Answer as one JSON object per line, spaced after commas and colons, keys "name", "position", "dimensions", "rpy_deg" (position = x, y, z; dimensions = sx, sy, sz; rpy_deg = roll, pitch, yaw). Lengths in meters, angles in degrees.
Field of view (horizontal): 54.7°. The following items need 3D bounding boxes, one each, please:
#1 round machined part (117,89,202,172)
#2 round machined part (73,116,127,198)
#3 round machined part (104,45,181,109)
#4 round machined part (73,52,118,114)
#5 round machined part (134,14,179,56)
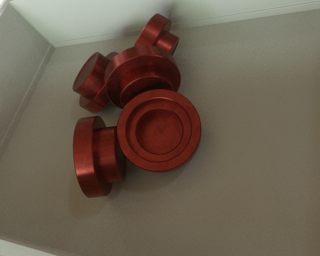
{"name": "round machined part", "position": [0.001, 0.005, 0.375], "dimensions": [0.099, 0.042, 0.098], "rpy_deg": [-2, 77, 7]}
{"name": "round machined part", "position": [-0.068, 0.033, 0.376], "dimensions": [0.042, 0.098, 0.098], "rpy_deg": [-7, 57, 3]}
{"name": "round machined part", "position": [-0.020, -0.054, 0.400], "dimensions": [0.098, 0.098, 0.042], "rpy_deg": [-26, 51, 12]}
{"name": "round machined part", "position": [-0.094, -0.074, 0.464], "dimensions": [0.098, 0.042, 0.098], "rpy_deg": [-37, 35, 33]}
{"name": "round machined part", "position": [-0.007, -0.107, 0.439], "dimensions": [0.042, 0.098, 0.098], "rpy_deg": [29, 75, 1]}
